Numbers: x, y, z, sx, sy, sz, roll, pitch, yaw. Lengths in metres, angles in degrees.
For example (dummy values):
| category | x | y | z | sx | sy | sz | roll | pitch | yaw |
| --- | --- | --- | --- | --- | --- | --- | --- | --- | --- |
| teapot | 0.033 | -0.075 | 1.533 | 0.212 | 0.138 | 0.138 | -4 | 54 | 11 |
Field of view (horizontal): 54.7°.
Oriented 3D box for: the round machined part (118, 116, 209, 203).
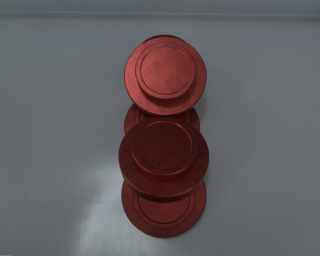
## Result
| category | x | y | z | sx | sy | sz | roll | pitch | yaw |
| --- | --- | --- | --- | --- | --- | --- | --- | --- | --- |
| round machined part | 0.004 | 0.027 | 0.335 | 0.099 | 0.042 | 0.098 | 0 | 59 | 0 |

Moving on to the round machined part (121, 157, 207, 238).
| category | x | y | z | sx | sy | sz | roll | pitch | yaw |
| --- | --- | --- | --- | --- | --- | --- | --- | --- | --- |
| round machined part | 0.004 | 0.077 | 0.356 | 0.099 | 0.042 | 0.097 | 0 | 85 | 0 |

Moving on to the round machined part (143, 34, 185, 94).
| category | x | y | z | sx | sy | sz | roll | pitch | yaw |
| --- | --- | --- | --- | --- | --- | --- | --- | --- | --- |
| round machined part | 0.006 | -0.089 | 0.420 | 0.099 | 0.042 | 0.098 | 0 | 54 | 0 |

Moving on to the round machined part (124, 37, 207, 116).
| category | x | y | z | sx | sy | sz | roll | pitch | yaw |
| --- | --- | --- | --- | --- | --- | --- | --- | --- | --- |
| round machined part | 0.006 | -0.062 | 0.367 | 0.099 | 0.042 | 0.097 | 0 | 82 | 0 |

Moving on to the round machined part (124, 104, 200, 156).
| category | x | y | z | sx | sy | sz | roll | pitch | yaw |
| --- | --- | --- | --- | --- | --- | --- | --- | --- | --- |
| round machined part | 0.003 | -0.004 | 0.401 | 0.099 | 0.042 | 0.098 | 0 | 69 | 0 |
